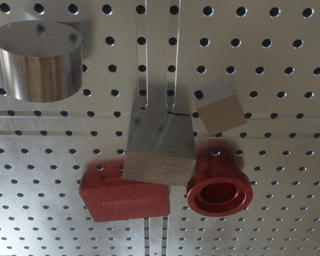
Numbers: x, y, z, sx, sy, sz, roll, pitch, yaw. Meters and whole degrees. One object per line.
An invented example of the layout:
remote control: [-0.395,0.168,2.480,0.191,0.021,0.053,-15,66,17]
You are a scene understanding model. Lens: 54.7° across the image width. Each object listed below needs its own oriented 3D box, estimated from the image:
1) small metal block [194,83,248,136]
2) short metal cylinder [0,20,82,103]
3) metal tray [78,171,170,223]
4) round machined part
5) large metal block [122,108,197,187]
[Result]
small metal block: [0.077,-0.023,0.393,0.050,0.025,0.050,-21,127,16]
short metal cylinder: [-0.120,-0.069,0.315,0.081,0.080,0.050,7,130,-6]
metal tray: [-0.054,0.110,0.502,0.131,0.030,0.090,-7,130,6]
round machined part: [0.090,0.092,0.480,0.099,0.042,0.097,0,130,0]
large metal block: [-0.002,0.024,0.395,0.081,0.080,0.050,8,130,-7]
